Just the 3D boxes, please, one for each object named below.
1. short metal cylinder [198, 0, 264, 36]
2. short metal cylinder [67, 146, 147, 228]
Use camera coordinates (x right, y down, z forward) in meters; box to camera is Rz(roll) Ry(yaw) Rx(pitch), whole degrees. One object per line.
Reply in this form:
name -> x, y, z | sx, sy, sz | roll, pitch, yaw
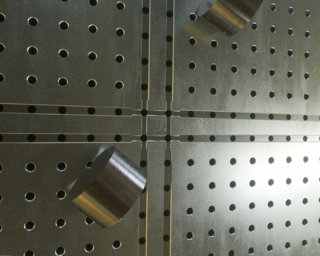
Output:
short metal cylinder -> 0.095, -0.172, 0.418 | 0.050, 0.080, 0.080 | 29, 81, -18
short metal cylinder -> -0.061, 0.067, 0.361 | 0.050, 0.080, 0.080 | 43, 77, -15
